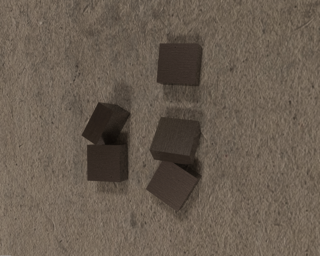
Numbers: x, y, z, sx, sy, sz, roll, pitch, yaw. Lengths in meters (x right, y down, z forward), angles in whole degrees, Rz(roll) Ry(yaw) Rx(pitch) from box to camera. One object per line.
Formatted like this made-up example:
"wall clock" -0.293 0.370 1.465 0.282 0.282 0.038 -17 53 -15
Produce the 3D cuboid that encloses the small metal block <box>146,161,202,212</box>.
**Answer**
"small metal block" 0.018 0.071 0.402 0.050 0.025 0.050 33 100 16

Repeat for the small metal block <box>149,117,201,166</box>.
"small metal block" 0.020 0.016 0.388 0.050 0.025 0.050 7 58 19

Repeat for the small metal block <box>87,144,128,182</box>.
"small metal block" -0.073 0.048 0.434 0.050 0.025 0.050 -1 90 19

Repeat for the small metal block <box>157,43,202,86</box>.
"small metal block" 0.025 -0.081 0.399 0.050 0.025 0.050 5 92 19

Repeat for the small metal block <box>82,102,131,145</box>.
"small metal block" -0.072 -0.006 0.420 0.025 0.050 0.050 32 100 17
